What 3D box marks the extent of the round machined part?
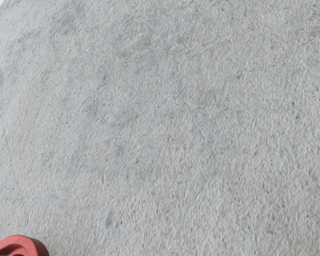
[{"bbox_3d":[-0.169,0.182,0.370,0.098,0.042,0.098,-13,56,21],"label":"round machined part"}]
